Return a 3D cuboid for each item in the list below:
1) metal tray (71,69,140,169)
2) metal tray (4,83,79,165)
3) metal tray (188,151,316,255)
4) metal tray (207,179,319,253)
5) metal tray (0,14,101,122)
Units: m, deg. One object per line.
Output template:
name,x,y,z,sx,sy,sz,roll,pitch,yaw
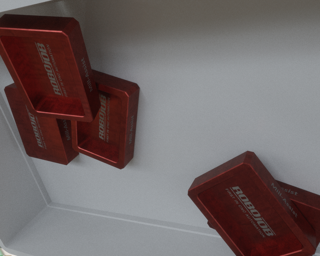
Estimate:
metal tray,-0.080,-0.012,0.438,0.090,0.030,0.129,20,126,16
metal tray,-0.187,-0.008,0.497,0.090,0.030,0.129,9,122,23
metal tray,0.107,0.101,0.367,0.090,0.030,0.130,-36,95,33
metal tray,0.135,0.110,0.395,0.130,0.030,0.089,19,119,17
metal tray,-0.129,-0.066,0.368,0.090,0.030,0.129,6,138,10
